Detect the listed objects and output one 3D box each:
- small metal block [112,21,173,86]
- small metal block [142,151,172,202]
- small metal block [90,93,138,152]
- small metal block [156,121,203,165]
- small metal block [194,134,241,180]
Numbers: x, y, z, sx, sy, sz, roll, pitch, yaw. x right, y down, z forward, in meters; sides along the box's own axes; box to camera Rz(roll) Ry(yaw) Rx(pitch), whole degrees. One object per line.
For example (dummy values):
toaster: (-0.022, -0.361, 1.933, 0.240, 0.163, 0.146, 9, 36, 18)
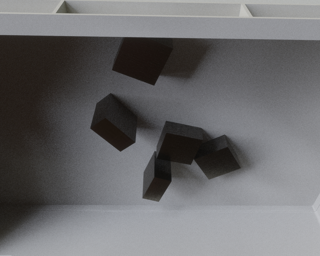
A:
small metal block: (-0.019, -0.081, 0.340, 0.050, 0.025, 0.050, 18, 128, -16)
small metal block: (-0.005, 0.071, 0.453, 0.025, 0.050, 0.050, 16, 128, -14)
small metal block: (-0.055, -0.007, 0.386, 0.025, 0.050, 0.050, -32, 123, 24)
small metal block: (0.026, 0.021, 0.428, 0.050, 0.025, 0.050, 11, 129, -10)
small metal block: (0.082, 0.043, 0.447, 0.050, 0.025, 0.050, -24, 127, 18)
